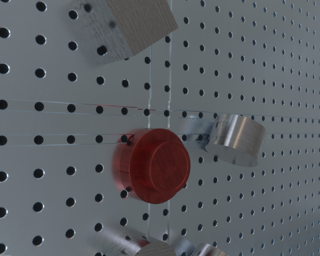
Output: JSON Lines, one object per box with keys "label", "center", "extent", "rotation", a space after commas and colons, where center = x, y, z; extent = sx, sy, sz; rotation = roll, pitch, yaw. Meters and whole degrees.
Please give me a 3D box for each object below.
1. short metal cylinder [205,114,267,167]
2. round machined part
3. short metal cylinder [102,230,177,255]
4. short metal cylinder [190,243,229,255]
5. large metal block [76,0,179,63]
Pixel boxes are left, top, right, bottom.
{"label": "short metal cylinder", "center": [0.115, 0.020, 0.470], "extent": [0.080, 0.080, 0.050], "rotation": [35, 68, -35]}
{"label": "round machined part", "center": [0.001, 0.049, 0.399], "extent": [0.099, 0.042, 0.097], "rotation": [0, 90, -40]}
{"label": "short metal cylinder", "center": [-0.025, 0.170, 0.373], "extent": [0.081, 0.050, 0.079], "rotation": [0, 90, -40]}
{"label": "short metal cylinder", "center": [0.072, 0.210, 0.434], "extent": [0.050, 0.080, 0.080], "rotation": [-42, 116, -32]}
{"label": "large metal block", "center": [-0.036, -0.133, 0.362], "extent": [0.080, 0.050, 0.080], "rotation": [-42, 115, -32]}
